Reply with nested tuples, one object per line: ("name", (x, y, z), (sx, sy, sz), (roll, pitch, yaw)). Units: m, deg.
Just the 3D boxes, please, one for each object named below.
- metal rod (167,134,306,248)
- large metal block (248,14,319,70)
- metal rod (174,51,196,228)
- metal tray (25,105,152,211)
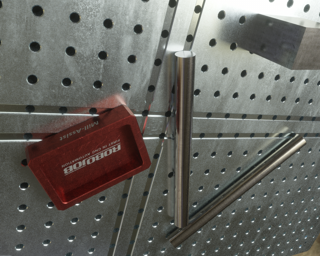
("metal rod", (0.140, 0.112, 0.559), (0.301, 0.025, 0.025), (-37, 130, -4))
("large metal block", (0.179, -0.113, 0.406), (0.081, 0.080, 0.050), (-6, 121, -26))
("metal rod", (0.034, 0.036, 0.453), (0.025, 0.025, 0.298), (-15, 125, -20))
("metal tray", (-0.084, 0.038, 0.386), (0.131, 0.030, 0.090), (-25, 128, -13))
